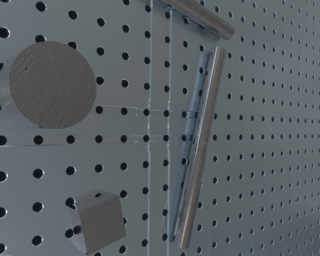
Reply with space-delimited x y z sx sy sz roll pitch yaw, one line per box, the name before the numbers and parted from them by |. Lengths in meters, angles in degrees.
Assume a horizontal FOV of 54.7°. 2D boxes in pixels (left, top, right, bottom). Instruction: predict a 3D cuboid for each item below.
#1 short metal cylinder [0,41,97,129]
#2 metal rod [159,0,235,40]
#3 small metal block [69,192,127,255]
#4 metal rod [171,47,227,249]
short metal cylinder | -0.110 -0.039 0.301 0.081 0.050 0.079 0 90 -40
metal rod | -0.002 -0.184 0.406 0.302 0.025 0.025 15 81 -39
small metal block | -0.070 0.106 0.351 0.050 0.025 0.050 -15 100 -39
metal rod | 0.060 0.022 0.459 0.025 0.025 0.299 21 77 -38
